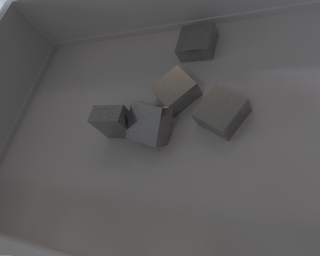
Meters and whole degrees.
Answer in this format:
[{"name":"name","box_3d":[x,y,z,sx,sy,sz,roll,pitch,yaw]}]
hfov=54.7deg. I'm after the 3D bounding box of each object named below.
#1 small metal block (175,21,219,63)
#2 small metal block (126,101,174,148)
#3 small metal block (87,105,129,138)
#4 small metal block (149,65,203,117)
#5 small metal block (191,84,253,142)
[{"name":"small metal block","box_3d":[0.054,-0.125,0.454,0.050,0.025,0.050,2,62,29]},{"name":"small metal block","box_3d":[-0.014,-0.006,0.403,0.050,0.025,0.050,15,101,34]},{"name":"small metal block","box_3d":[-0.062,-0.008,0.427,0.050,0.050,0.025,1,62,29]},{"name":"small metal block","box_3d":[0.022,-0.051,0.426,0.050,0.025,0.050,-39,51,2]},{"name":"small metal block","box_3d":[0.075,-0.019,0.378,0.050,0.025,0.050,32,80,38]}]
